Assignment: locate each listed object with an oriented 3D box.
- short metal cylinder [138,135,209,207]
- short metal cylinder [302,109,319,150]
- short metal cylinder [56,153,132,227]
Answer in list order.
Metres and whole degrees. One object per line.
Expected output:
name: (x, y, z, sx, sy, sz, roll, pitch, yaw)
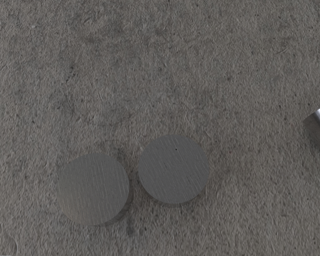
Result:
short metal cylinder: (0.016, 0.054, 0.375, 0.081, 0.050, 0.080, 0, 70, 0)
short metal cylinder: (0.228, -0.005, 0.382, 0.080, 0.080, 0.050, -22, 72, -8)
short metal cylinder: (-0.074, 0.075, 0.367, 0.081, 0.050, 0.080, 0, 70, 0)
